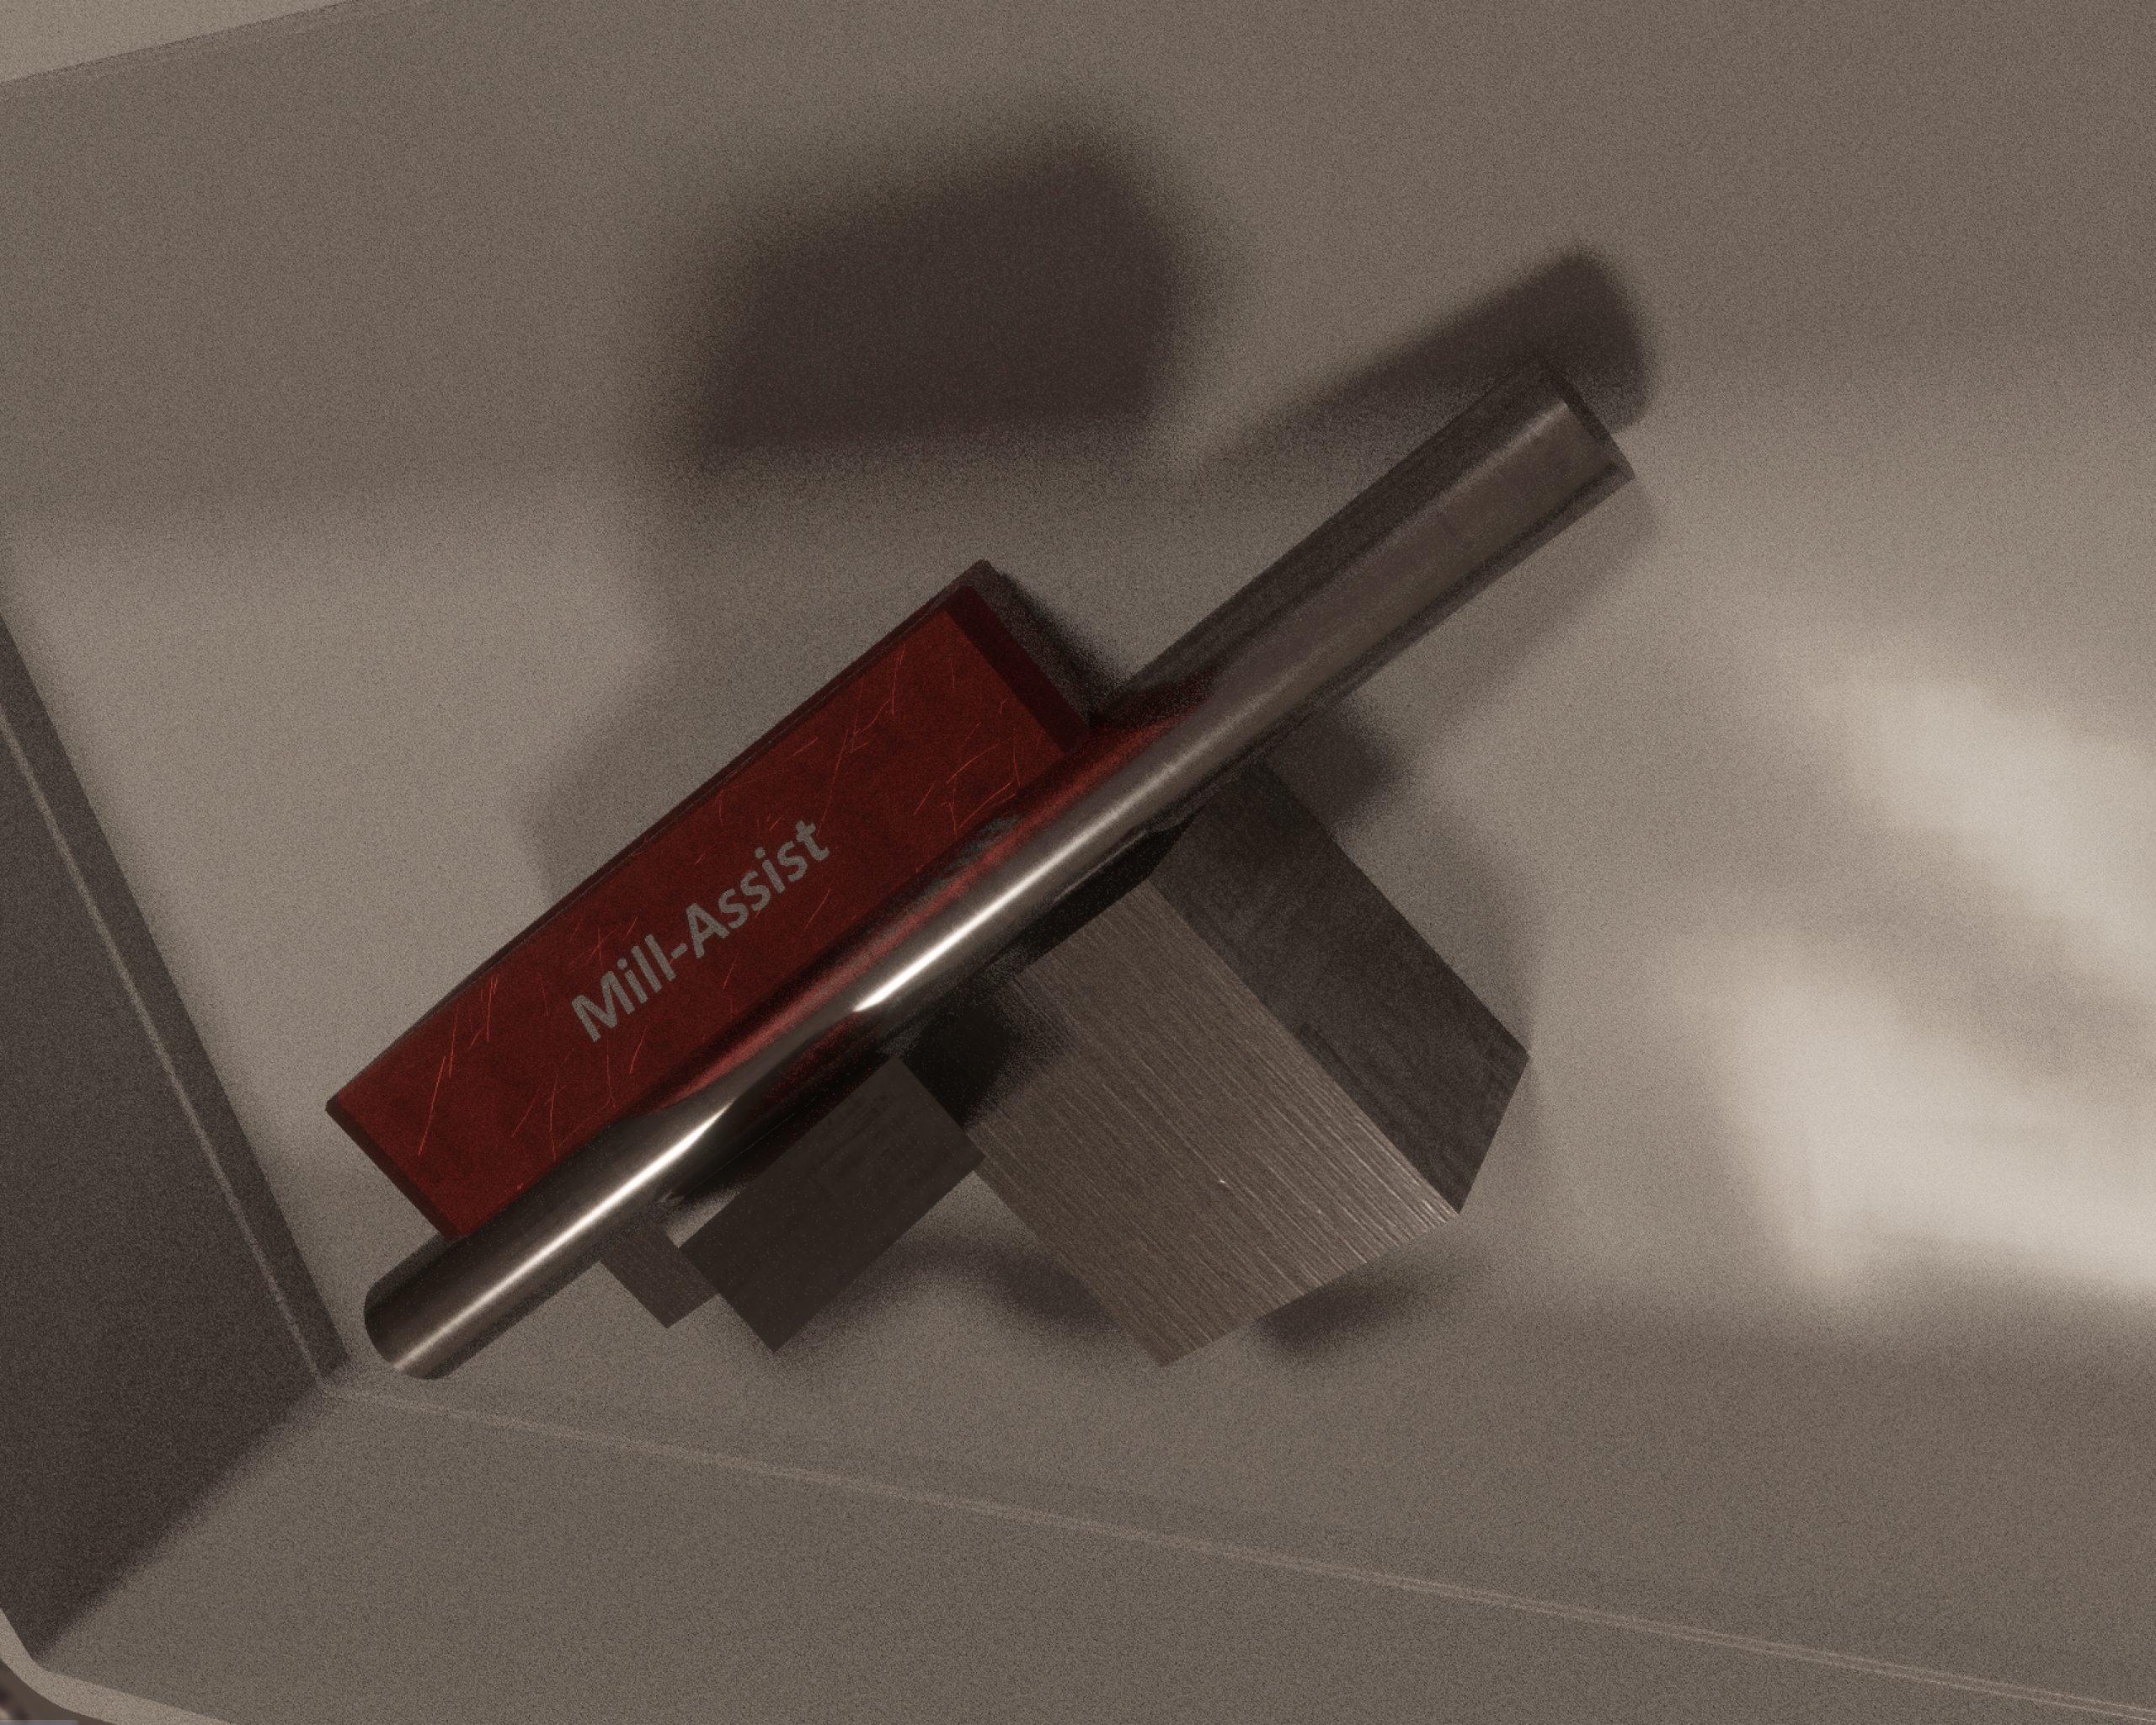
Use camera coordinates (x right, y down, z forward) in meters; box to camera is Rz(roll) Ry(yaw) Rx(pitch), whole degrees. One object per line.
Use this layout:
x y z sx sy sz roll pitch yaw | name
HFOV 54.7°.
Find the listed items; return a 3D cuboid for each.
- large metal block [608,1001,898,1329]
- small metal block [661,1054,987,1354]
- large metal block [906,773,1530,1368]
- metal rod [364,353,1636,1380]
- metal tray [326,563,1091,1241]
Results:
-0.084 0.044 0.458 0.080 0.050 0.080 47 129 -6 | large metal block
-0.049 0.061 0.390 0.025 0.050 0.050 50 165 -7 | small metal block
0.025 0.039 0.401 0.080 0.050 0.080 47 129 -6 | large metal block
-0.031 0.014 0.382 0.299 0.025 0.025 -37 98 23 | metal rod
-0.058 0.002 0.360 0.130 0.090 0.030 -38 99 6 | metal tray
